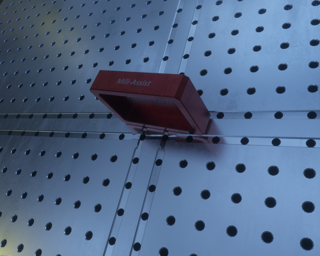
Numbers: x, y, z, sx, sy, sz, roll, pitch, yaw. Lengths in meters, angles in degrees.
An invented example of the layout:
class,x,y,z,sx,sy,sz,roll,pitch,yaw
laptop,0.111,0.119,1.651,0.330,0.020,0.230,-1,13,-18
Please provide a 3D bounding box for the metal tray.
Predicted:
class,x,y,z,sx,sy,sz,roll,pitch,yaw
metal tray,-0.012,-0.032,0.390,0.130,0.090,0.030,9,67,32
